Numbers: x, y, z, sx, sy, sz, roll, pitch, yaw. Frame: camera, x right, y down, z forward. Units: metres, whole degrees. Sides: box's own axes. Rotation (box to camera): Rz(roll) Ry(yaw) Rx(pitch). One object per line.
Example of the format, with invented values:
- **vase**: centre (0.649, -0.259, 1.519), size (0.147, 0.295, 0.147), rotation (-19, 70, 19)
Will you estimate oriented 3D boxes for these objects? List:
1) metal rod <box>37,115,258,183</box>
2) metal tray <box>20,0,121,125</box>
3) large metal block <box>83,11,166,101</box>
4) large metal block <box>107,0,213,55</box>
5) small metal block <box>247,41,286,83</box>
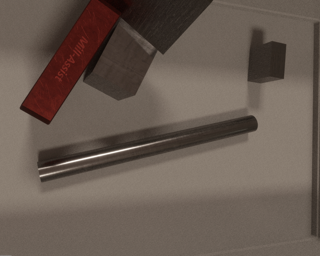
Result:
- **metal rod**: centre (-0.001, 0.022, 0.411), size (0.303, 0.025, 0.025), rotation (-12, 94, -20)
- **metal tray**: centre (-0.095, -0.070, 0.332), size (0.030, 0.090, 0.130), rotation (33, 87, -17)
- **large metal block**: centre (-0.045, -0.082, 0.365), size (0.050, 0.080, 0.080), rotation (28, 81, -19)
- **large metal block**: centre (0.004, -0.134, 0.302), size (0.080, 0.080, 0.050), rotation (40, 53, -11)
- **small metal block**: centre (0.157, -0.095, 0.457), size (0.025, 0.050, 0.050), rotation (5, 88, -20)
